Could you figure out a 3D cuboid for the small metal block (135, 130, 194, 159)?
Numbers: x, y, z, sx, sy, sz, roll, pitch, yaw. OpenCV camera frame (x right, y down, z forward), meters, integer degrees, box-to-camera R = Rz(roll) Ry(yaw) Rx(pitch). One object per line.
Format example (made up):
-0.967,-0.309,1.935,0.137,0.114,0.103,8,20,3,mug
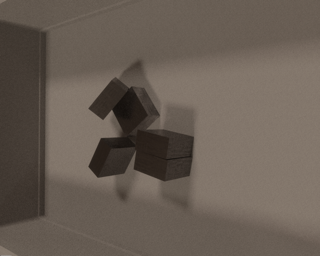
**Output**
0.006,0.019,0.384,0.050,0.050,0.025,13,99,39,small metal block

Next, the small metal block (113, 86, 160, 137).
-0.035,-0.022,0.433,0.050,0.025,0.050,-43,64,31,small metal block

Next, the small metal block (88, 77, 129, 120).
-0.071,-0.043,0.436,0.025,0.050,0.050,40,99,-11,small metal block

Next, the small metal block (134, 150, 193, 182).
0.004,0.044,0.385,0.050,0.050,0.025,14,99,39,small metal block

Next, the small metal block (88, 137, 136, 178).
-0.067,0.041,0.443,0.025,0.050,0.050,41,115,32,small metal block
